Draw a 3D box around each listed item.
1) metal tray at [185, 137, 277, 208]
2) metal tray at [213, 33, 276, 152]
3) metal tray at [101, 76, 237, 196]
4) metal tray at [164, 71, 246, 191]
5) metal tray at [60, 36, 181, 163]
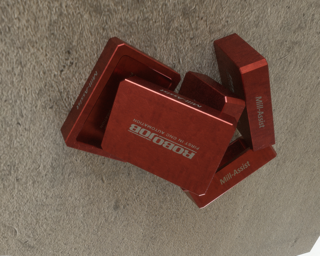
[{"bbox_3d":[0.094,0.059,0.456,0.130,0.090,0.030,-33,94,-7],"label":"metal tray"},{"bbox_3d":[0.109,-0.044,0.397,0.030,0.090,0.129,-21,128,1],"label":"metal tray"},{"bbox_3d":[0.007,0.007,0.345,0.130,0.030,0.089,24,112,9],"label":"metal tray"},{"bbox_3d":[0.045,0.004,0.395,0.030,0.090,0.129,7,116,-32],"label":"metal tray"},{"bbox_3d":[-0.046,-0.028,0.364,0.091,0.030,0.129,22,107,-37],"label":"metal tray"}]
